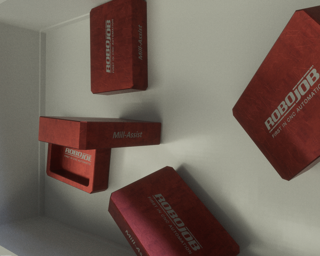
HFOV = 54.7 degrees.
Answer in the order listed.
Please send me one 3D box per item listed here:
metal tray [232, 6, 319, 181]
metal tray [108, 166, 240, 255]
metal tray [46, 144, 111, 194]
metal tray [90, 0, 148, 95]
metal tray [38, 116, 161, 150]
[{"bbox_3d":[0.122,-0.023,0.263,0.090,0.030,0.129,58,152,25],"label":"metal tray"},{"bbox_3d":[0.012,0.113,0.349,0.130,0.091,0.030,48,143,29],"label":"metal tray"},{"bbox_3d":[-0.138,0.047,0.513,0.130,0.030,0.089,10,96,39],"label":"metal tray"},{"bbox_3d":[-0.062,-0.117,0.452,0.090,0.030,0.129,-1,89,39],"label":"metal tray"},{"bbox_3d":[-0.072,0.004,0.396,0.090,0.131,0.030,7,94,39],"label":"metal tray"}]
